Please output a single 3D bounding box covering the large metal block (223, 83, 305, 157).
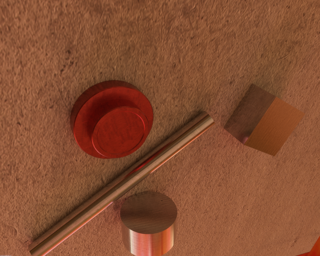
[{"bbox_3d":[0.159,-0.011,0.474,0.080,0.050,0.080,19,108,-36],"label":"large metal block"}]

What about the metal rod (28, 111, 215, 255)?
[{"bbox_3d":[-0.050,0.076,0.428,0.301,0.025,0.025,-37,130,-4],"label":"metal rod"}]

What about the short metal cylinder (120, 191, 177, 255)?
[{"bbox_3d":[-0.016,0.138,0.450,0.081,0.080,0.050,-13,124,-22],"label":"short metal cylinder"}]

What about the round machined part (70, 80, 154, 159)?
[{"bbox_3d":[-0.052,-0.003,0.367,0.099,0.042,0.097,-14,125,-21],"label":"round machined part"}]
